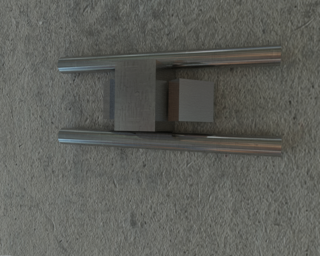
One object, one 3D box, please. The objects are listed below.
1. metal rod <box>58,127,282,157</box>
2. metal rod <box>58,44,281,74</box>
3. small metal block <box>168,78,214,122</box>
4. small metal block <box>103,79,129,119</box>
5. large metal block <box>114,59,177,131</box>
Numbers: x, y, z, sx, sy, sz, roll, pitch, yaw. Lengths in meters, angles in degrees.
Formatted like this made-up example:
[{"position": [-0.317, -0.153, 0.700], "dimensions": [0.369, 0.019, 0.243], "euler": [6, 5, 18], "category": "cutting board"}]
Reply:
[{"position": [-0.001, 0.017, 0.410], "dimensions": [0.301, 0.025, 0.025], "euler": [2, 91, 19], "category": "metal rod"}, {"position": [-0.002, -0.089, 0.410], "dimensions": [0.301, 0.025, 0.025], "euler": [2, 91, 19], "category": "metal rod"}, {"position": [0.038, -0.033, 0.381], "dimensions": [0.025, 0.050, 0.050], "euler": [1, 90, 61], "category": "small metal block"}, {"position": [-0.059, -0.037, 0.415], "dimensions": [0.025, 0.050, 0.050], "euler": [1, 91, -20], "category": "small metal block"}, {"position": [-0.015, -0.037, 0.388], "dimensions": [0.050, 0.080, 0.079], "euler": [1, 90, 20], "category": "large metal block"}]
